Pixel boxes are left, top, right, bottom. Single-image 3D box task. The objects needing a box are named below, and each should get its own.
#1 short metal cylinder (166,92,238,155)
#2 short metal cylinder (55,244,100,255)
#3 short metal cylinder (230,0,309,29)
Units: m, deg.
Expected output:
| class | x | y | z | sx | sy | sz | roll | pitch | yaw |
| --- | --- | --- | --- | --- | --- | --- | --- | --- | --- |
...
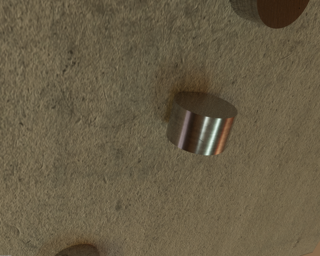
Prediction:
| class | x | y | z | sx | sy | sz | roll | pitch | yaw |
| --- | --- | --- | --- | --- | --- | --- | --- | --- | --- |
| short metal cylinder | 0.052 | -0.008 | 0.394 | 0.081 | 0.080 | 0.050 | -3 | 120 | -27 |
| short metal cylinder | -0.123 | 0.221 | 0.461 | 0.081 | 0.050 | 0.079 | -14 | 124 | -21 |
| short metal cylinder | 0.129 | -0.162 | 0.361 | 0.081 | 0.050 | 0.079 | -14 | 124 | -21 |
